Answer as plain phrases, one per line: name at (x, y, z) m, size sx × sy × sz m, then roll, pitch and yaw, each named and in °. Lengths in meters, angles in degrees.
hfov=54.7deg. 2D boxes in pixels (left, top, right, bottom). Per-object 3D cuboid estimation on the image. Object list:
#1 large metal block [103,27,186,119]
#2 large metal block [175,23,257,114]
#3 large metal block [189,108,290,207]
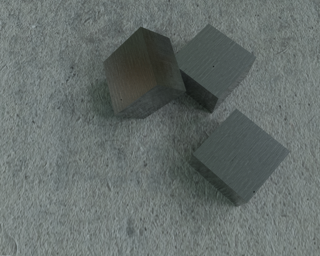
large metal block at (-0.022, -0.066, 0.396) m, size 0.050 × 0.080 × 0.080 m, roll 6°, pitch 62°, yaw -46°
large metal block at (0.069, -0.081, 0.425) m, size 0.080 × 0.050 × 0.080 m, roll 40°, pitch 75°, yaw 13°
large metal block at (0.095, 0.037, 0.382) m, size 0.080 × 0.050 × 0.080 m, roll 42°, pitch 75°, yaw 13°
